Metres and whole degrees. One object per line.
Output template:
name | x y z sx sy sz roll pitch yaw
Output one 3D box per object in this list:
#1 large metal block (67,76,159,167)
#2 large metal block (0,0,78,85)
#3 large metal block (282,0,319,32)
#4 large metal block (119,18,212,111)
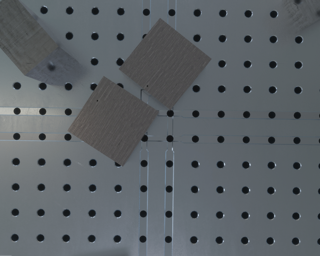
large metal block | -0.057 -0.008 0.401 0.080 0.050 0.080 33 90 0
large metal block | -0.158 -0.105 0.385 0.050 0.080 0.080 -41 90 0
large metal block | 0.216 -0.174 0.387 0.080 0.080 0.050 -29 90 0
large metal block | 0.006 -0.078 0.401 0.080 0.050 0.080 39 90 0
